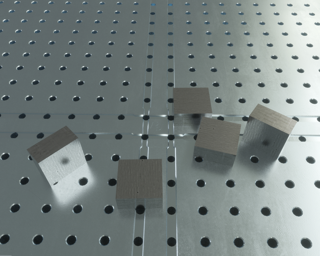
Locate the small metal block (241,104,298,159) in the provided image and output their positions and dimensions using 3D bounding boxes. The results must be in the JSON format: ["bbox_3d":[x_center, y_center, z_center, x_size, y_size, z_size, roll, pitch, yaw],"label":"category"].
[{"bbox_3d":[0.135,0.004,0.389,0.050,0.050,0.025,29,56,22],"label":"small metal block"}]

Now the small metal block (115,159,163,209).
[{"bbox_3d":[-0.022,0.063,0.354,0.050,0.025,0.050,-1,50,-1],"label":"small metal block"}]

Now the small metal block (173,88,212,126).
[{"bbox_3d":[0.044,-0.030,0.433,0.050,0.025,0.050,0,50,-1],"label":"small metal block"}]

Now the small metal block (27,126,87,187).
[{"bbox_3d":[-0.119,0.033,0.363,0.050,0.050,0.025,-36,59,-26],"label":"small metal block"}]

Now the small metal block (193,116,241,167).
[{"bbox_3d":[0.073,0.016,0.394,0.050,0.025,0.050,12,51,10],"label":"small metal block"}]
